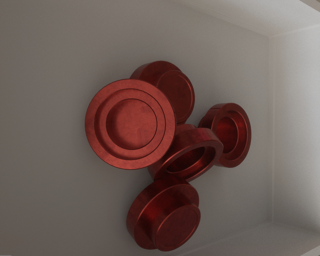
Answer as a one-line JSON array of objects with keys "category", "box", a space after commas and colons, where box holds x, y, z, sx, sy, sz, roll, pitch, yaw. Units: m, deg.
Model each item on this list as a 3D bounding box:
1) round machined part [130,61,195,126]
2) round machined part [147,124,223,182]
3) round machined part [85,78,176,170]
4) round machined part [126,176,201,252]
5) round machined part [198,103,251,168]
[{"category": "round machined part", "box": [0.008, -0.039, 0.404, 0.099, 0.042, 0.097, 0, 90, -40]}, {"category": "round machined part", "box": [0.028, 0.032, 0.399, 0.099, 0.097, 0.042, 2, 46, -40]}, {"category": "round machined part", "box": [-0.030, -0.004, 0.349, 0.042, 0.099, 0.097, -14, 103, -84]}, {"category": "round machined part", "box": [0.012, 0.112, 0.385, 0.099, 0.042, 0.097, -18, 124, -29]}, {"category": "round machined part", "box": [0.095, 0.011, 0.478, 0.099, 0.042, 0.097, 0, 90, -40]}]
